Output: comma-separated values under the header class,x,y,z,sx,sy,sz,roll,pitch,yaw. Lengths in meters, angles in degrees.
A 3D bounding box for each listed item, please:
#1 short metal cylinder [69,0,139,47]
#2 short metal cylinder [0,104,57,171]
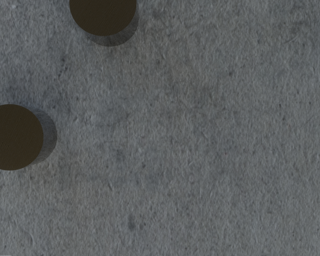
class,x,y,z,sx,sy,sz,roll,pitch,yaw
short metal cylinder,-0.069,-0.150,0.397,0.081,0.050,0.079,0,90,-1
short metal cylinder,-0.180,0.011,0.395,0.081,0.050,0.079,0,90,-1
